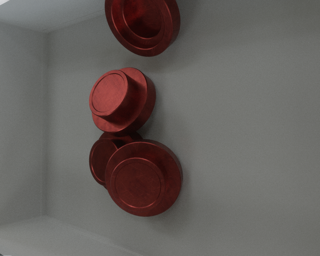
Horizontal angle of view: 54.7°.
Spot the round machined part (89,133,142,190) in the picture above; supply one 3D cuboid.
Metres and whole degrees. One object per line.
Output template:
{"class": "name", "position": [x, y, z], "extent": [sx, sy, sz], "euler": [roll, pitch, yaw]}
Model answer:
{"class": "round machined part", "position": [-0.065, 0.048, 0.450], "extent": [0.098, 0.042, 0.097], "euler": [0, 90, 40]}

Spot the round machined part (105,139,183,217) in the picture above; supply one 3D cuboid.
{"class": "round machined part", "position": [-0.023, 0.065, 0.387], "extent": [0.098, 0.042, 0.097], "euler": [1, 98, 11]}

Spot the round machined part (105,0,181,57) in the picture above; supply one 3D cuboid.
{"class": "round machined part", "position": [-0.017, -0.143, 0.390], "extent": [0.098, 0.042, 0.097], "euler": [22, 138, 21]}

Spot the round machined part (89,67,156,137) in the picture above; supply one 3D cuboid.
{"class": "round machined part", "position": [-0.058, -0.040, 0.424], "extent": [0.098, 0.042, 0.098], "euler": [-14, 63, 29]}
